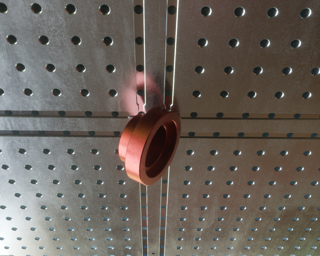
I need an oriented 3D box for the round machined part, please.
[{"bbox_3d":[-0.015,0.020,0.392,0.042,0.098,0.097,20,135,25],"label":"round machined part"}]
